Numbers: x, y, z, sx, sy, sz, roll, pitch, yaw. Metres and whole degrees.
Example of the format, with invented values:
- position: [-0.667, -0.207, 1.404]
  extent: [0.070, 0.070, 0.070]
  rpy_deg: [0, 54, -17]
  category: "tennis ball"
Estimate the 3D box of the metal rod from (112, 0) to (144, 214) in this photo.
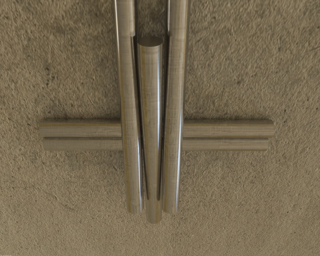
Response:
- position: [-0.035, -0.010, 0.372]
  extent: [0.025, 0.025, 0.298]
  rpy_deg: [0, 122, -1]
  category: "metal rod"

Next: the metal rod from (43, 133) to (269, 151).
- position: [-0.005, 0.019, 0.426]
  extent: [0.302, 0.025, 0.025]
  rpy_deg: [0, 130, -1]
  category: "metal rod"

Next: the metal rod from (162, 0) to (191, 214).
- position: [0.016, -0.010, 0.372]
  extent: [0.025, 0.025, 0.298]
  rpy_deg: [0, 122, -1]
  category: "metal rod"

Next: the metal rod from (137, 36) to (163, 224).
- position: [-0.010, 0.029, 0.400]
  extent: [0.025, 0.025, 0.298]
  rpy_deg: [0, 130, 0]
  category: "metal rod"

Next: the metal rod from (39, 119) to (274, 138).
- position: [-0.003, 0.000, 0.410]
  extent: [0.302, 0.025, 0.025]
  rpy_deg: [0, 130, -1]
  category: "metal rod"
